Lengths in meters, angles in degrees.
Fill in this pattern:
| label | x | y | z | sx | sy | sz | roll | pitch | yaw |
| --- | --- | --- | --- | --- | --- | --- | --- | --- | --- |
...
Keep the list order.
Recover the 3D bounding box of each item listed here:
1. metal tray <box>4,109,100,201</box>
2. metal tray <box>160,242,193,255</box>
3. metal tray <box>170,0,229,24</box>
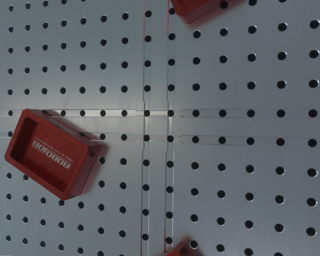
| label | x | y | z | sx | sy | sz | roll | pitch | yaw |
| --- | --- | --- | --- | --- | --- | --- | --- | --- | --- |
| metal tray | -0.165 | 0.038 | 0.468 | 0.130 | 0.030 | 0.090 | 28 | 99 | 17 |
| metal tray | 0.003 | 0.226 | 0.409 | 0.130 | 0.030 | 0.090 | -40 | 78 | 15 |
| metal tray | 0.043 | -0.214 | 0.395 | 0.090 | 0.030 | 0.130 | -24 | 82 | 18 |
